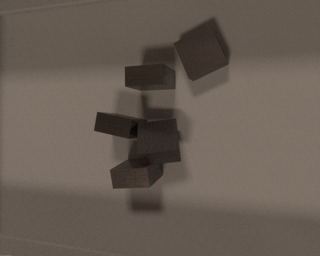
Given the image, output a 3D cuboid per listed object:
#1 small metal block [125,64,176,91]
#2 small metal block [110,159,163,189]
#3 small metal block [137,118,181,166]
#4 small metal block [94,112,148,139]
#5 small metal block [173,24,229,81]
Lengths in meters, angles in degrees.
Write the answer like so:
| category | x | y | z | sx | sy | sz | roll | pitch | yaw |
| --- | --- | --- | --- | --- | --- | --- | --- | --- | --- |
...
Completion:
| category | x | y | z | sx | sy | sz | roll | pitch | yaw |
| --- | --- | --- | --- | --- | --- | --- | --- | --- | --- |
| small metal block | -0.011 | -0.064 | 0.400 | 0.050 | 0.050 | 0.025 | -1 | 90 | 19 |
| small metal block | -0.030 | 0.058 | 0.405 | 0.050 | 0.050 | 0.025 | -6 | 97 | 19 |
| small metal block | -0.001 | 0.018 | 0.391 | 0.050 | 0.025 | 0.050 | -7 | 49 | 4 |
| small metal block | -0.051 | -0.004 | 0.414 | 0.050 | 0.050 | 0.025 | 12 | 94 | 19 |
| small metal block | 0.052 | -0.094 | 0.392 | 0.050 | 0.025 | 0.050 | -25 | 82 | 18 |
